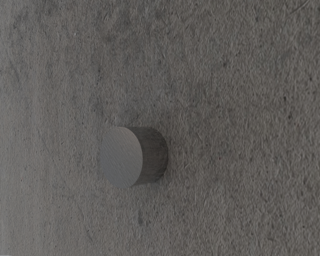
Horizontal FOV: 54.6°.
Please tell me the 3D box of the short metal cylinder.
[{"bbox_3d":[-0.035,0.038,0.419,0.080,0.050,0.080,0,90,40],"label":"short metal cylinder"}]
